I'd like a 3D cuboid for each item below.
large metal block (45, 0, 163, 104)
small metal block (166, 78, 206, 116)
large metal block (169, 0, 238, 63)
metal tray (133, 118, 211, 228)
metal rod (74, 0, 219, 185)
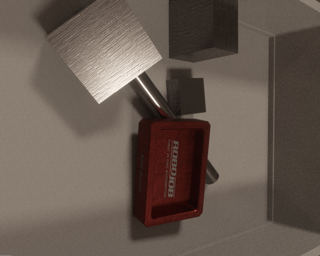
[{"bbox_3d":[-0.058,-0.086,0.321,0.080,0.050,0.080,-36,117,-2],"label":"large metal block"},{"bbox_3d":[0.037,-0.045,0.440,0.050,0.025,0.050,-9,96,-40],"label":"small metal block"},{"bbox_3d":[0.058,-0.138,0.421,0.050,0.080,0.079,-1,91,-40],"label":"large metal block"},{"bbox_3d":[0.016,0.054,0.398,0.091,0.030,0.129,-1,99,-32],"label":"metal tray"},{"bbox_3d":[-0.002,-0.028,0.406,0.300,0.025,0.025,52,59,-28],"label":"metal rod"}]
